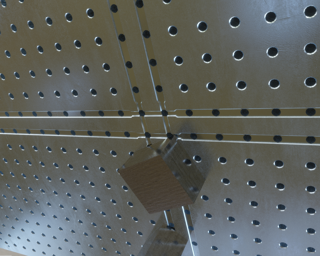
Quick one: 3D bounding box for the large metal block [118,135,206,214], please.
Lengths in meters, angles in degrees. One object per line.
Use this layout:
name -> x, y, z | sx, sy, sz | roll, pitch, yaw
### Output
large metal block -> 0.003, 0.067, 0.434 | 0.080, 0.050, 0.080 | -25, 105, 36

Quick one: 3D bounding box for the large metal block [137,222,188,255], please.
large metal block -> -0.007, 0.219, 0.513 | 0.050, 0.080, 0.079 | 36, 129, 4
